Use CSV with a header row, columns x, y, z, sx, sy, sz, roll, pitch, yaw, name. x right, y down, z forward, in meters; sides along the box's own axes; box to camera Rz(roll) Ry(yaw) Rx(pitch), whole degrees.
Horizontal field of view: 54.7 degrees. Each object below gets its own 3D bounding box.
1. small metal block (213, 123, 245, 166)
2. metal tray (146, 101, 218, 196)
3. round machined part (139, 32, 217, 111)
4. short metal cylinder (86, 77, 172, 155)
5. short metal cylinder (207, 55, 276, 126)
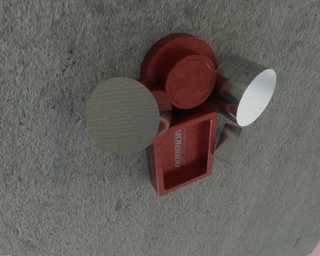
x,y,z,sx,sy,sz,roll,pitch,yaw,name
0.103,0.025,0.458,0.050,0.025,0.050,-67,157,-8,small metal block
0.029,0.030,0.425,0.091,0.030,0.129,-20,136,-17,metal tray
0.028,-0.062,0.375,0.099,0.042,0.097,-14,124,-21,round machined part
-0.032,-0.015,0.337,0.080,0.080,0.050,-61,170,15,short metal cylinder
0.106,-0.049,0.406,0.081,0.050,0.079,-29,138,-30,short metal cylinder
